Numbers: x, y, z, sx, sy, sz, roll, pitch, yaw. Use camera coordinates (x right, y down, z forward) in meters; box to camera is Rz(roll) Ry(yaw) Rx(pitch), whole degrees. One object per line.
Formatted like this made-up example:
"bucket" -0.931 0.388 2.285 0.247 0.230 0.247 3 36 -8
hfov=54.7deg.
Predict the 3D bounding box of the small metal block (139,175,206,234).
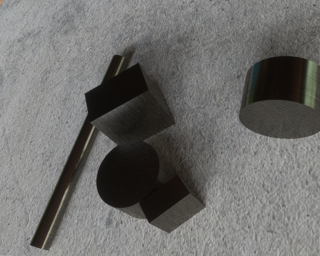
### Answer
"small metal block" 0.014 0.082 0.330 0.050 0.050 0.025 -37 51 3

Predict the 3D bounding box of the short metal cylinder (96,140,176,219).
"short metal cylinder" -0.027 0.061 0.364 0.080 0.050 0.080 -13 56 21

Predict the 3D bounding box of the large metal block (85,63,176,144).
"large metal block" -0.038 -0.025 0.404 0.080 0.080 0.050 -28 52 11

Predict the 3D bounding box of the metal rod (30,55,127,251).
"metal rod" -0.109 0.020 0.448 0.025 0.025 0.300 4 64 30

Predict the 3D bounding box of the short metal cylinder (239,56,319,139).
"short metal cylinder" 0.126 -0.029 0.320 0.080 0.080 0.050 2 63 29
